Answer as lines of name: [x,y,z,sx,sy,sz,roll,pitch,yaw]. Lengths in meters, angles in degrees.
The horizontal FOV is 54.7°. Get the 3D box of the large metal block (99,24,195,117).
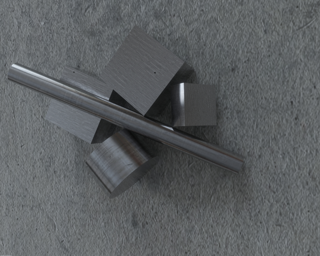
large metal block: [-0.016,-0.071,0.400,0.080,0.050,0.080,41,103,15]

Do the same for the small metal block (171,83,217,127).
small metal block: [0.042,-0.027,0.380,0.025,0.050,0.050,-2,89,56]

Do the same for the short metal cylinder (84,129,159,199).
short metal cylinder: [-0.048,0.045,0.397,0.080,0.080,0.050,-46,76,14]

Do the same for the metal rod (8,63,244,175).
metal rod: [-0.043,-0.012,0.381,0.301,0.025,0.025,22,98,2]

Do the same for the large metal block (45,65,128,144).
large metal block: [-0.100,-0.032,0.432,0.080,0.050,0.080,26,99,18]
